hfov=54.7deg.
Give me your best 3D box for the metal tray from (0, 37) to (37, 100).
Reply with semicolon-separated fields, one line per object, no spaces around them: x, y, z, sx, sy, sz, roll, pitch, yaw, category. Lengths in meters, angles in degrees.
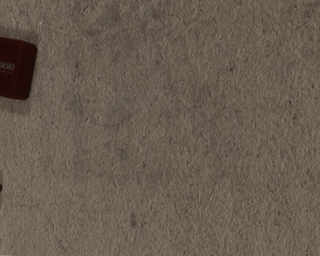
-0.266;-0.101;0.497;0.130;0.030;0.089;13;94;19;metal tray
